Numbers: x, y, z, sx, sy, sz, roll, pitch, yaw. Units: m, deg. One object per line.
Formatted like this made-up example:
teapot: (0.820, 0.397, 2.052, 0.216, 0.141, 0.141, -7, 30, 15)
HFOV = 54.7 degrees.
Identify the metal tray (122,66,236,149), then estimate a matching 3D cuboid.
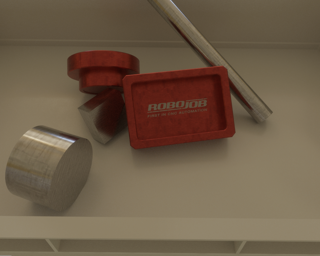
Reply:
metal tray: (0.023, -0.026, 0.391, 0.131, 0.030, 0.089, -7, 89, -7)

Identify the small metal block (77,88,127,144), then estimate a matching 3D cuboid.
small metal block: (-0.069, -0.016, 0.398, 0.025, 0.050, 0.050, 20, 50, 42)

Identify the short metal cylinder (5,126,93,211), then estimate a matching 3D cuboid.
short metal cylinder: (-0.115, 0.042, 0.333, 0.050, 0.080, 0.080, 16, 52, 13)

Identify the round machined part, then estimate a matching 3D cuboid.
round machined part: (-0.077, -0.072, 0.429, 0.099, 0.098, 0.042, -2, 86, -2)

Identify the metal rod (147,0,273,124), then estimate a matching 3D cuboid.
metal rod: (0.045, -0.126, 0.430, 0.025, 0.025, 0.300, -39, 86, -28)
